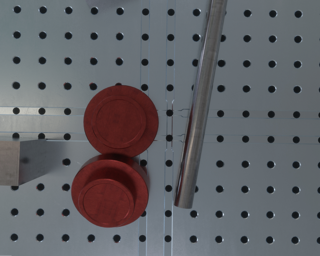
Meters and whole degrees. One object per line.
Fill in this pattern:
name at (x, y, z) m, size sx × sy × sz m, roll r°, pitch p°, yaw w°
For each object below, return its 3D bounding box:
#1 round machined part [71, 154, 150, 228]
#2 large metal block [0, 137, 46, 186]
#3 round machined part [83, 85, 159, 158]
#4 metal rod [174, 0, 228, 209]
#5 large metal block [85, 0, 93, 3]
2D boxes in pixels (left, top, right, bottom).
round machined part at (-0.063, 0.085, 0.390) m, size 0.099 × 0.042 × 0.097 m, roll 0°, pitch 108°, yaw 2°
large metal block at (-0.197, 0.038, 0.384) m, size 0.081 × 0.080 × 0.050 m, roll 2°, pitch 90°, yaw 0°
round machined part at (-0.051, -0.008, 0.404) m, size 0.099 × 0.042 × 0.097 m, roll 0°, pitch 90°, yaw 0°
metal rod at (0.056, -0.043, 0.413) m, size 0.025 × 0.025 × 0.298 m, roll 10°, pitch 90°, yaw 0°
large metal block at (-0.079, -0.224, 0.400) m, size 0.080 × 0.050 × 0.080 m, roll -22°, pitch 90°, yaw 0°
